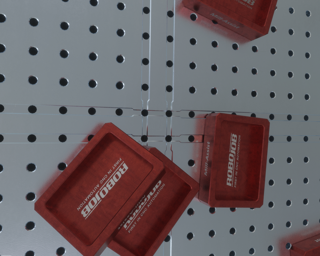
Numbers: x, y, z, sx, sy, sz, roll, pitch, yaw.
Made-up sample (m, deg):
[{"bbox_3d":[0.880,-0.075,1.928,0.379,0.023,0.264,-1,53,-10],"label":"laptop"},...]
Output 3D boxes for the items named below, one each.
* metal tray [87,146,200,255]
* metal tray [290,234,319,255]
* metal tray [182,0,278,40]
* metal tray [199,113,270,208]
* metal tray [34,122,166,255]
[{"bbox_3d":[-0.020,0.100,0.402,0.090,0.030,0.130,41,77,-16],"label":"metal tray"},{"bbox_3d":[0.282,0.224,0.513,0.131,0.030,0.090,-10,94,-20],"label":"metal tray"},{"bbox_3d":[0.107,-0.196,0.448,0.131,0.030,0.090,19,84,-19],"label":"metal tray"},{"bbox_3d":[0.108,0.047,0.449,0.091,0.030,0.129,6,88,-20],"label":"metal tray"},{"bbox_3d":[-0.067,0.069,0.361,0.090,0.030,0.130,36,77,15],"label":"metal tray"}]
